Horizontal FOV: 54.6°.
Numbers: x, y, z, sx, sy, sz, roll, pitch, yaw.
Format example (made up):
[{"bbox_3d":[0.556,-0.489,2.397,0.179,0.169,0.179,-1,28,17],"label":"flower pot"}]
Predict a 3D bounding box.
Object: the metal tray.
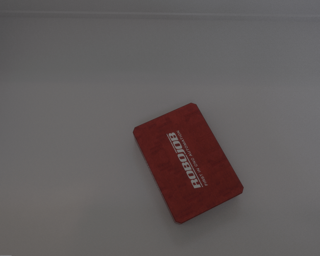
[{"bbox_3d":[0.033,0.043,0.392,0.090,0.030,0.130,-24,72,-9],"label":"metal tray"}]
